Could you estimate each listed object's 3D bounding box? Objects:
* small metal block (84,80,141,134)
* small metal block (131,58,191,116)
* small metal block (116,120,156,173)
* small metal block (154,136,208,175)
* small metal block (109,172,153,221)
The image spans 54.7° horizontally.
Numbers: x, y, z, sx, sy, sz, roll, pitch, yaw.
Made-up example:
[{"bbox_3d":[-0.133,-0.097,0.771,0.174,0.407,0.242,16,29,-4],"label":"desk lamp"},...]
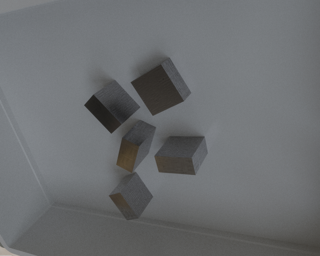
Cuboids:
[{"bbox_3d":[-0.061,-0.029,0.407,0.050,0.050,0.025,47,129,-5],"label":"small metal block"},{"bbox_3d":[0.001,-0.049,0.378,0.050,0.025,0.050,-24,106,36],"label":"small metal block"},{"bbox_3d":[-0.032,0.025,0.425,0.025,0.050,0.050,26,128,12],"label":"small metal block"},{"bbox_3d":[0.028,0.034,0.399,0.050,0.050,0.025,0,118,28],"label":"small metal block"},{"bbox_3d":[-0.044,0.106,0.481,0.025,0.050,0.050,-23,106,36],"label":"small metal block"}]
